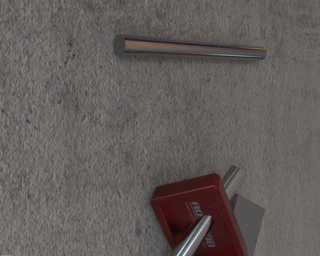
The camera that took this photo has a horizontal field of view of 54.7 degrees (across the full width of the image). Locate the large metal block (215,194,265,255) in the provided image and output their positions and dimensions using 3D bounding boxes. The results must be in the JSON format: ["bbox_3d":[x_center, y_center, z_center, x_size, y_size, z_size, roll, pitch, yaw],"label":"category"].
[{"bbox_3d":[0.114,0.150,0.487,0.080,0.050,0.080,33,70,-36],"label":"large metal block"}]

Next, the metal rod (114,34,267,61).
[{"bbox_3d":[0.067,-0.116,0.462,0.302,0.025,0.025,-9,96,-40],"label":"metal rod"}]

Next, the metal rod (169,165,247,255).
[{"bbox_3d":[0.020,0.172,0.392,0.300,0.025,0.025,-51,121,-17],"label":"metal rod"}]

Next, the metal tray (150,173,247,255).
[{"bbox_3d":[0.053,0.130,0.407,0.030,0.090,0.129,-64,134,-65],"label":"metal tray"}]
